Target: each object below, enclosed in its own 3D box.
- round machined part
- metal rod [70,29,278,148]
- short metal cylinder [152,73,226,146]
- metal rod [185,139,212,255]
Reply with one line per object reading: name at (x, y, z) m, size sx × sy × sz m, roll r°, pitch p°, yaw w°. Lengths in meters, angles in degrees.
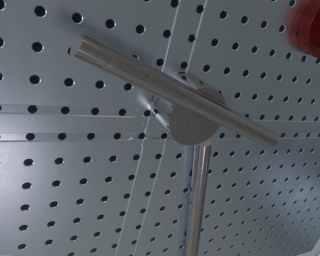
round machined part at (0.252, -0.147, 0.446) m, size 0.099 × 0.042 × 0.097 m, roll -14°, pitch 124°, yaw -21°
metal rod at (0.043, -0.028, 0.352) m, size 0.302 × 0.025 × 0.025 m, roll 21°, pitch 107°, yaw -36°
short metal cylinder at (0.037, -0.024, 0.400) m, size 0.081 × 0.050 × 0.079 m, roll -14°, pitch 124°, yaw -21°
metal rod at (0.062, 0.148, 0.535) m, size 0.025 × 0.025 × 0.298 m, roll -13°, pitch 124°, yaw -22°
